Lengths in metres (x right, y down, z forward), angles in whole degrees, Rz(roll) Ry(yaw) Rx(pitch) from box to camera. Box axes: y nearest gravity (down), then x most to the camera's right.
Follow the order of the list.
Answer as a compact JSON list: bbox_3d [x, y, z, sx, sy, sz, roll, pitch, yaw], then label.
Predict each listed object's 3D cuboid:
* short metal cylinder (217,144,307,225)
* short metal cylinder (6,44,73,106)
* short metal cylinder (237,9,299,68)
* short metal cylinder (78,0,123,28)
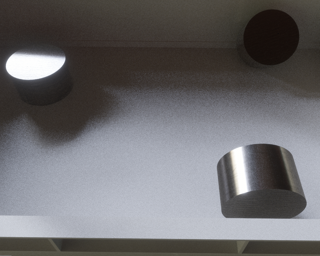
[{"bbox_3d":[0.102,0.060,0.319,0.080,0.080,0.050,1,50,1],"label":"short metal cylinder"},{"bbox_3d":[-0.174,-0.078,0.453,0.080,0.050,0.080,0,50,0],"label":"short metal cylinder"},{"bbox_3d":[0.163,-0.134,0.475,0.080,0.079,0.050,2,6,2],"label":"short metal cylinder"},{"bbox_3d":[-0.113,-0.234,0.588,0.080,0.050,0.080,0,50,0],"label":"short metal cylinder"}]
